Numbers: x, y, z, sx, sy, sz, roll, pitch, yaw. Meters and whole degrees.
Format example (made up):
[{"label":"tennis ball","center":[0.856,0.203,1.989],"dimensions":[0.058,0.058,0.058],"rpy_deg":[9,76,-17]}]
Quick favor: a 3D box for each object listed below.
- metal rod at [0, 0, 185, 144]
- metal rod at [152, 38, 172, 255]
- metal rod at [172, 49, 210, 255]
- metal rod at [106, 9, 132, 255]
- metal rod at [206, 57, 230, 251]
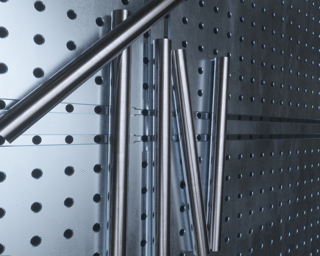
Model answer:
[{"label":"metal rod","center":[-0.049,-0.094,0.340],"dimensions":[0.301,0.025,0.025],"rpy_deg":[-45,118,-21]},{"label":"metal rod","center":[0.003,0.033,0.413],"dimensions":[0.025,0.025,0.298],"rpy_deg":[0,90,-40]},{"label":"metal rod","center":[0.043,0.039,0.447],"dimensions":[0.025,0.025,0.298],"rpy_deg":[-13,99,-40]},{"label":"metal rod","center":[-0.049,0.011,0.369],"dimensions":[0.025,0.025,0.298],"rpy_deg":[2,89,-40]},{"label":"metal rod","center":[0.091,0.038,0.487],"dimensions":[0.025,0.025,0.298],"rpy_deg":[6,86,-40]}]
